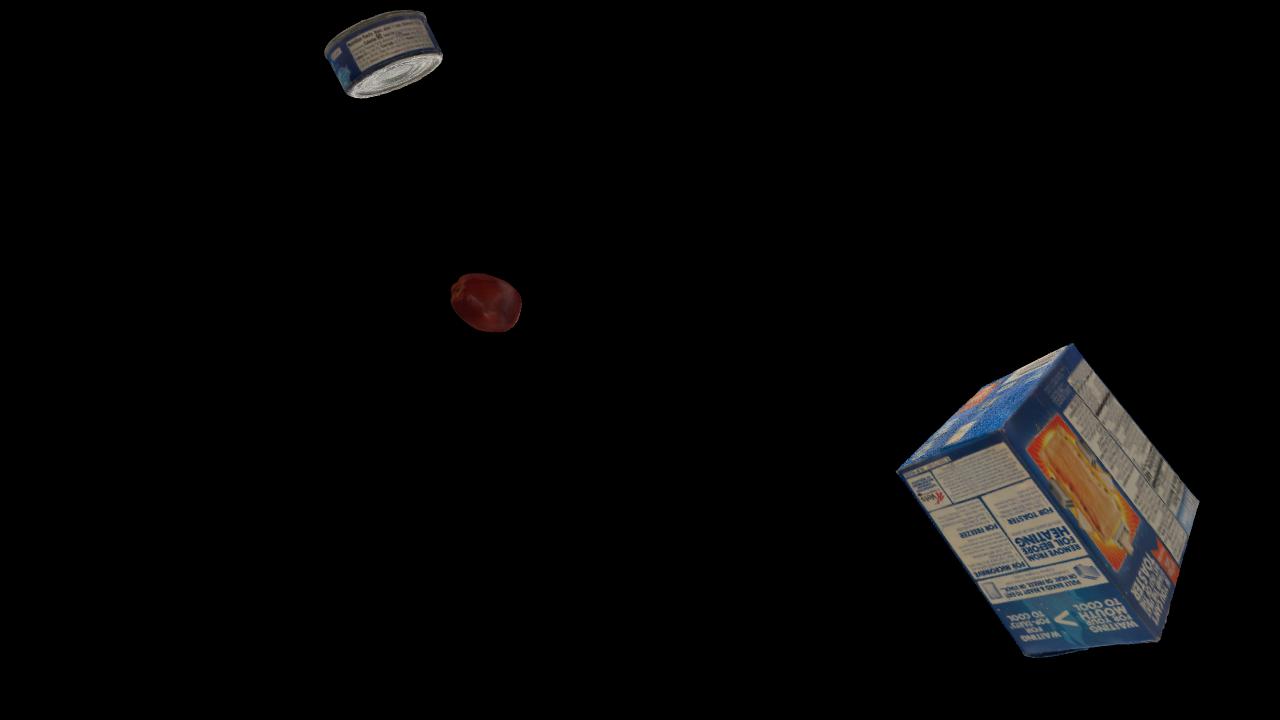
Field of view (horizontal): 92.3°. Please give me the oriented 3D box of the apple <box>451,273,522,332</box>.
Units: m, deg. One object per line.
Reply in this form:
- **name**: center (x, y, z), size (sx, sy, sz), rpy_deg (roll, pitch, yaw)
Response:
- **apple**: center (-0.201, -0.074, 0.810), size (0.079, 0.079, 0.093), rpy_deg (0, -24, 44)

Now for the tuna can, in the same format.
- **tuna can**: center (-0.201, -0.240, 0.487), size (0.084, 0.034, 0.084), rpy_deg (-22, 18, 7)

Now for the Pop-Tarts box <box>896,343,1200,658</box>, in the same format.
- **Pop-Tarts box**: center (0.284, 0.088, 0.426), size (0.167, 0.141, 0.083), rpy_deg (-25, -13, -39)
